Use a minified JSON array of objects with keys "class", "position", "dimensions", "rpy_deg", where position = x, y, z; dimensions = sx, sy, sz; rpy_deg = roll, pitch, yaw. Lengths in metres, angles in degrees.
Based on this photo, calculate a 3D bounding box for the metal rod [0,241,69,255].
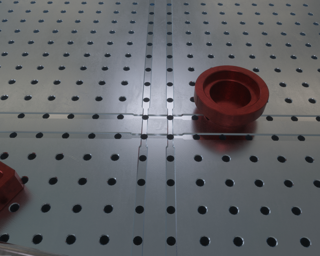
[{"class":"metal rod","position":[-0.072,0.130,0.276],"dimensions":[0.302,0.025,0.025],"rpy_deg":[12,51,1]}]

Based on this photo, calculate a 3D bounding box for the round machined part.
[{"class":"round machined part","position":[0.096,-0.040,0.431],"dimensions":[0.099,0.042,0.098],"rpy_deg":[0,50,0]}]

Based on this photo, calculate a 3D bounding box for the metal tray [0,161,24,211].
[{"class":"metal tray","position":[-0.230,0.083,0.332],"dimensions":[0.090,0.030,0.130],"rpy_deg":[25,54,19]}]
